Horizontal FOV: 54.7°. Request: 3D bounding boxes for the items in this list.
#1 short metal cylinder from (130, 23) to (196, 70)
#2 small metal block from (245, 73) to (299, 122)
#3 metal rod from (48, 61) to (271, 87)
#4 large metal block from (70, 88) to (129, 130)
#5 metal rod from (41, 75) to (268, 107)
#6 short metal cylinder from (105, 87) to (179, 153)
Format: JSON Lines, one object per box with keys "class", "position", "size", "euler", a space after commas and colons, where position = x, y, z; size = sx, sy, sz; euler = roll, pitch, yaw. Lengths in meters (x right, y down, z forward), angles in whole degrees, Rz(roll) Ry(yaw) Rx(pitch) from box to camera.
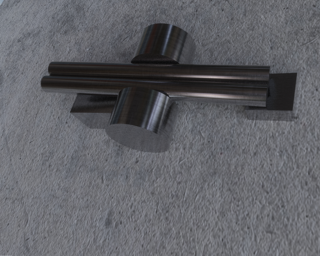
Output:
{"class": "short metal cylinder", "position": [0.005, -0.096, 0.426], "size": [0.080, 0.080, 0.050], "euler": [2, 63, 29]}
{"class": "small metal block", "position": [0.131, -0.035, 0.359], "size": [0.050, 0.025, 0.050], "euler": [3, 63, 30]}
{"class": "metal rod", "position": [-0.017, -0.071, 0.400], "size": [0.301, 0.025, 0.025], "euler": [6, 64, 22]}
{"class": "large metal block", "position": [-0.072, -0.044, 0.454], "size": [0.080, 0.050, 0.080], "euler": [2, 63, 29]}
{"class": "metal rod", "position": [-0.023, -0.049, 0.390], "size": [0.301, 0.025, 0.025], "euler": [6, 64, 22]}
{"class": "short metal cylinder", "position": [-0.021, -0.008, 0.386], "size": [0.080, 0.080, 0.050], "euler": [2, 63, 29]}
